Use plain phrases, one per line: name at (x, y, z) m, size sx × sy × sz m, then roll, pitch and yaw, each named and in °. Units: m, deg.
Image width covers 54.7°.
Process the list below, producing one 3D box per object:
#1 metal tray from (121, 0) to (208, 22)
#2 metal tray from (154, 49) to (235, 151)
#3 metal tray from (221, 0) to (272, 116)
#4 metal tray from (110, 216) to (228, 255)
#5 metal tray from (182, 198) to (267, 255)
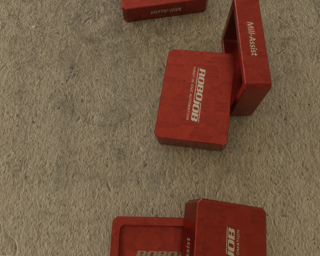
metal tray at (0.002, -0.220, 0.486) m, size 0.131 × 0.030 × 0.090 m, roll -9°, pitch 70°, yaw -4°
metal tray at (0.048, -0.039, 0.414) m, size 0.090 × 0.030 × 0.130 m, roll 7°, pitch 71°, yaw 9°
metal tray at (0.109, -0.091, 0.407) m, size 0.030 × 0.090 × 0.130 m, roll -1°, pitch 70°, yaw 0°
metal tray at (0.010, 0.149, 0.350) m, size 0.131 × 0.030 × 0.090 m, roll 2°, pitch 70°, yaw 0°
metal tray at (0.069, 0.148, 0.334) m, size 0.091 × 0.030 × 0.130 m, roll 14°, pitch 69°, yaw -19°
